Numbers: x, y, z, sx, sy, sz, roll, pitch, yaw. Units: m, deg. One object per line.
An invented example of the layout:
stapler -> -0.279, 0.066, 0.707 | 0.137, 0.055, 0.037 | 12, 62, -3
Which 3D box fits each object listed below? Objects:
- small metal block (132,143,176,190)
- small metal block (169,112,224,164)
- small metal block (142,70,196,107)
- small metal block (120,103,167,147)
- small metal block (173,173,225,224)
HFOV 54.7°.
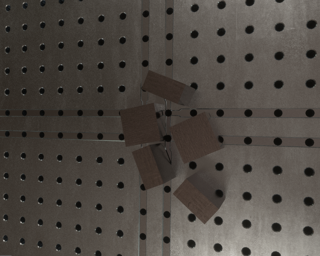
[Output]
small metal block -> -0.007, 0.048, 0.401 | 0.025, 0.050, 0.050 | -23, 83, 18
small metal block -> 0.047, 0.012, 0.396 | 0.050, 0.025, 0.050 | -25, 82, 18
small metal block -> 0.012, -0.050, 0.394 | 0.050, 0.050, 0.025 | 24, 98, 18
small metal block -> -0.023, -0.004, 0.420 | 0.050, 0.025, 0.050 | -11, 86, 19
small metal block -> 0.049, 0.085, 0.381 | 0.050, 0.050, 0.025 | 42, 103, 15
